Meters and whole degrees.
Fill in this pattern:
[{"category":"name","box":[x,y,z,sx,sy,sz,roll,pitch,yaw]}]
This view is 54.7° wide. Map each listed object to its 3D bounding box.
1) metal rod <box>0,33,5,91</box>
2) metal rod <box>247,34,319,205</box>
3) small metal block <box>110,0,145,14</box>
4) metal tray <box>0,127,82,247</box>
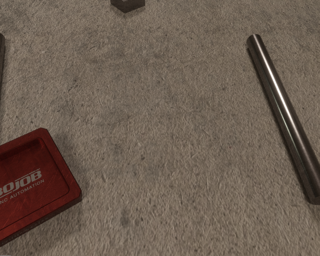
[{"category":"metal rod","box":[-0.240,-0.042,0.434,0.025,0.025,0.300,-11,51,-10]},{"category":"metal rod","box":[0.170,-0.036,0.435,0.025,0.025,0.300,-2,50,-2]},{"category":"small metal block","box":[-0.065,-0.259,0.620,0.050,0.025,0.050,-32,57,-24]},{"category":"metal tray","box":[-0.160,0.067,0.322,0.131,0.030,0.090,-28,75,-22]}]
